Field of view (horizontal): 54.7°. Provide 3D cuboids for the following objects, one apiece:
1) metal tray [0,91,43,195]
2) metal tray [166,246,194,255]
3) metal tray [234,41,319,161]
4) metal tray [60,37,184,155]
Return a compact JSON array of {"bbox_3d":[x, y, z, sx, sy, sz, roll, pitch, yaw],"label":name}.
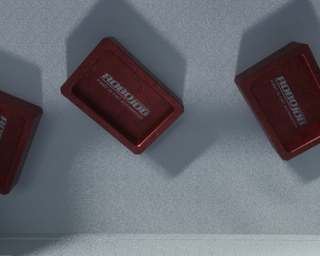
[{"bbox_3d":[-0.222,0.016,0.411,0.090,0.030,0.129,24,108,-9],"label":"metal tray"},{"bbox_3d":[0.048,0.263,0.508,0.130,0.030,0.090,38,105,-14],"label":"metal tray"},{"bbox_3d":[0.168,-0.032,0.399,0.090,0.030,0.130,-32,107,10],"label":"metal tray"},{"bbox_3d":[-0.045,-0.039,0.393,0.130,0.030,0.090,41,105,-14],"label":"metal tray"}]
